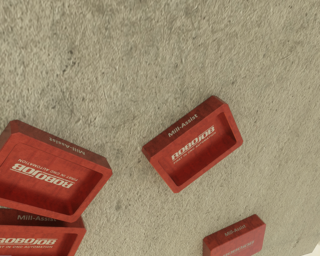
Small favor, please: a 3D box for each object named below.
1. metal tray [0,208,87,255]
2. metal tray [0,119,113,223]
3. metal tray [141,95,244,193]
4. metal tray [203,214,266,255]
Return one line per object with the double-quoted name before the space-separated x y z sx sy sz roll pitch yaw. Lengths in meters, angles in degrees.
"metal tray" -0.174 0.151 0.401 0.131 0.030 0.089 16 110 -35
"metal tray" -0.134 0.056 0.365 0.131 0.030 0.090 31 101 -38
"metal tray" 0.050 0.025 0.446 0.130 0.030 0.090 -36 129 -4
"metal tray" 0.151 0.238 0.634 0.131 0.030 0.089 -18 126 -19
